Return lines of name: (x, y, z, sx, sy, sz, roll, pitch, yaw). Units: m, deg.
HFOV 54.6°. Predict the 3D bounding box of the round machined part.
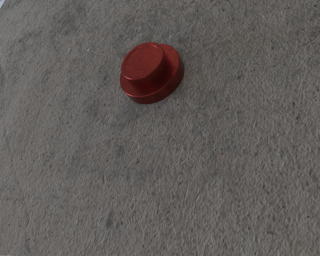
round machined part: (-0.017, -0.087, 0.457, 0.098, 0.042, 0.098, -13, 56, 21)
